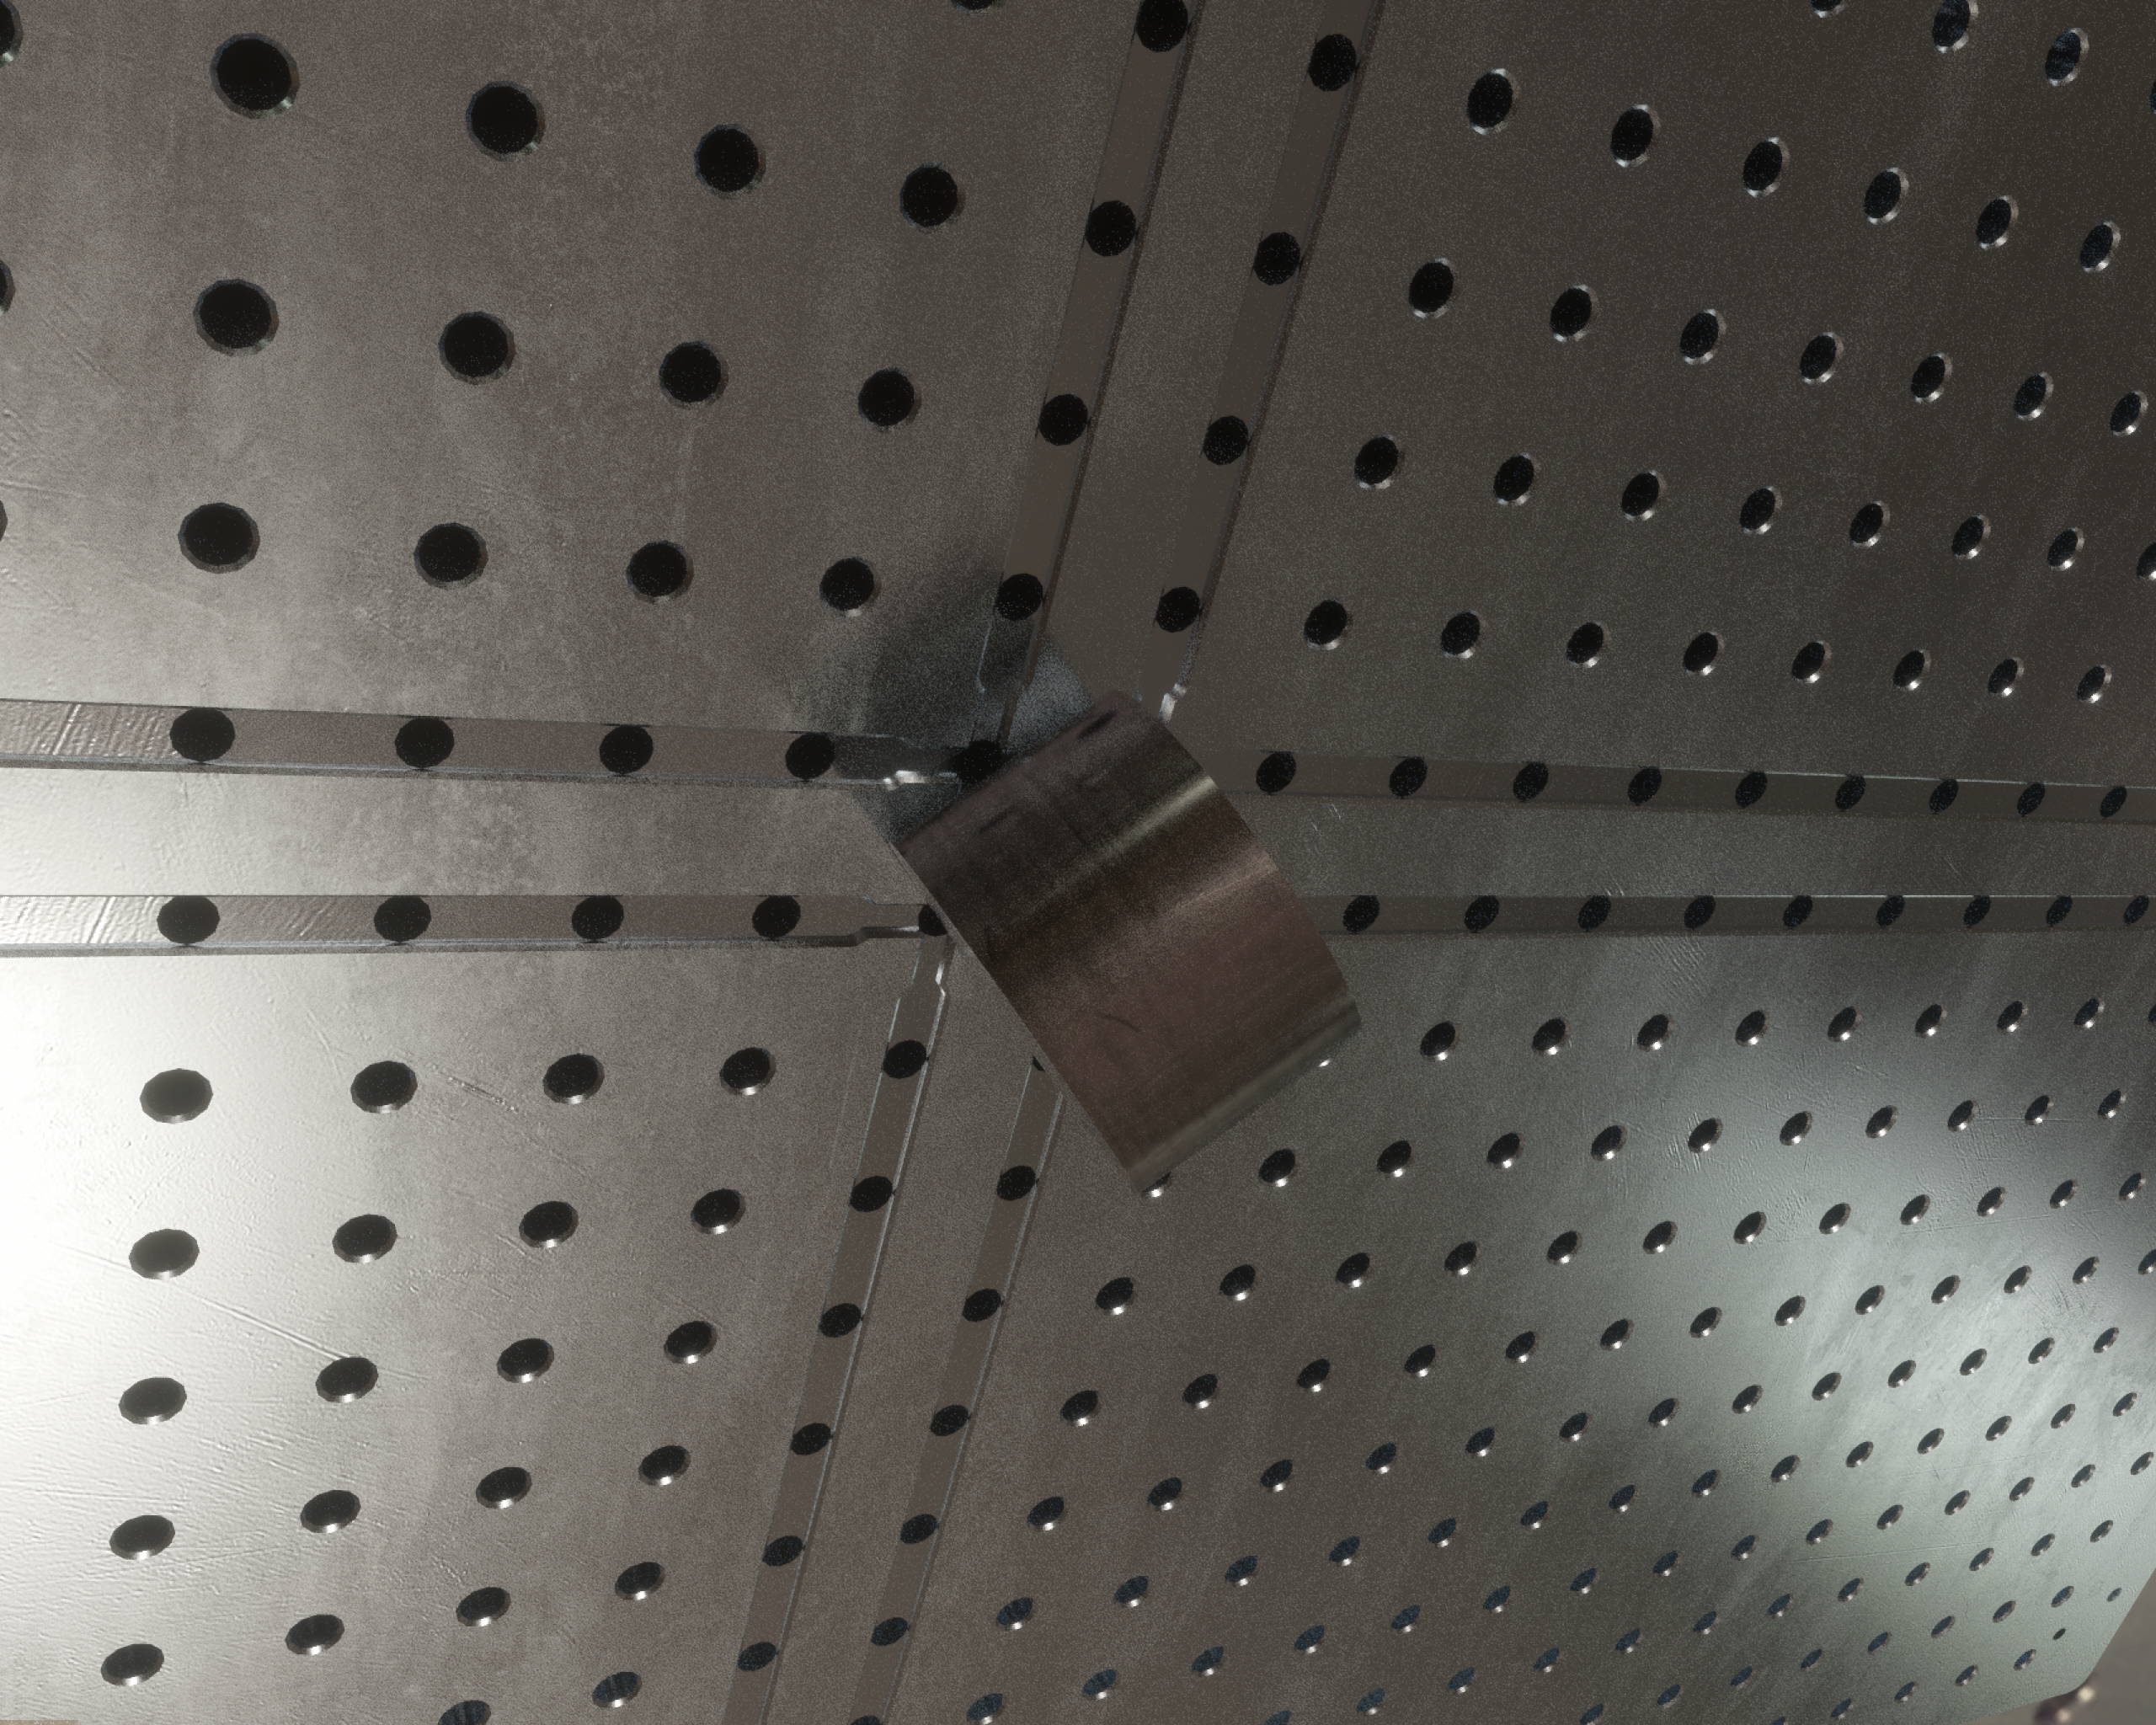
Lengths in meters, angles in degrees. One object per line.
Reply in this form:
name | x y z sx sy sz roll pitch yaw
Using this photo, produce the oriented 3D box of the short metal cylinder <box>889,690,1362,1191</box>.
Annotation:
short metal cylinder | 0.008 0.015 0.390 0.050 0.080 0.080 -35 129 -6
